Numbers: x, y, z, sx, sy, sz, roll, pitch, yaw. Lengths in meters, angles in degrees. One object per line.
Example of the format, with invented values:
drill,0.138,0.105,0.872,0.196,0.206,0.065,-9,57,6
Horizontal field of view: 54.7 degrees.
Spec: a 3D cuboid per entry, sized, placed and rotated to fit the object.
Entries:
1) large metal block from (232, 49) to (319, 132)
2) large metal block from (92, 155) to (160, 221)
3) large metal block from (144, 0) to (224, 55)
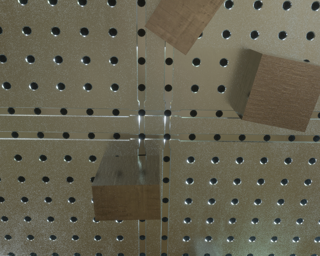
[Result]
large metal block,0.145,-0.047,0.385,0.081,0.050,0.079,11,110,-5
large metal block,-0.040,0.077,0.412,0.081,0.080,0.050,-1,110,0
large metal block,0.028,-0.132,0.336,0.050,0.080,0.080,33,107,-12
